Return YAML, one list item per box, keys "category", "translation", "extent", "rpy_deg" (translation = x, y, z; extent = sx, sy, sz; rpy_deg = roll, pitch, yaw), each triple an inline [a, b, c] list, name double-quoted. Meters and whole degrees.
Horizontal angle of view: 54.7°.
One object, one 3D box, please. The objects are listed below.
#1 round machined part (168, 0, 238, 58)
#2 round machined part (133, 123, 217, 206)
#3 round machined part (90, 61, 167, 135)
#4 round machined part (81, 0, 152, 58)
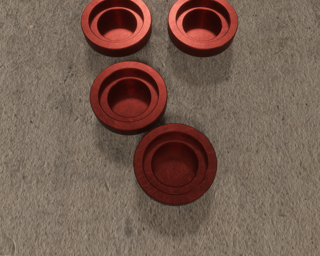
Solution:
- category: "round machined part"
  translation: [0.060, -0.145, 0.453]
  extent: [0.099, 0.042, 0.098]
  rpy_deg: [0, 70, -1]
- category: "round machined part"
  translation: [0.018, 0.047, 0.382]
  extent: [0.099, 0.042, 0.098]
  rpy_deg: [0, 70, -1]
- category: "round machined part"
  translation: [-0.040, -0.036, 0.412]
  extent: [0.099, 0.042, 0.098]
  rpy_deg: [0, 70, -1]
- category: "round machined part"
  translation: [-0.061, -0.144, 0.451]
  extent: [0.099, 0.042, 0.098]
  rpy_deg: [0, 70, -1]
